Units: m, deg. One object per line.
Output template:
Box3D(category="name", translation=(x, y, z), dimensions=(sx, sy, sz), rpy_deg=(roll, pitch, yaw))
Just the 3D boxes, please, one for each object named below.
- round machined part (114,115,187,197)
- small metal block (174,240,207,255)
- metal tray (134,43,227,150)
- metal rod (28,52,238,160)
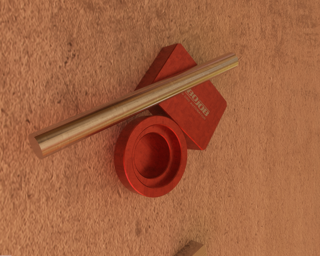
Box3D(category="round machined part", translation=(-0.015, 0.033, 0.383), dimensions=(0.099, 0.042, 0.097), rpy_deg=(0, 90, -40))
Box3D(category="small metal block", translation=(0.044, 0.200, 0.445), dimensions=(0.050, 0.025, 0.050), rpy_deg=(-27, 107, -37))
Box3D(category="metal tray", translation=(0.034, -0.040, 0.432), dimensions=(0.130, 0.030, 0.090), rpy_deg=(44, 63, -31))
Box3D(category="metal rod", translation=(-0.003, -0.041, 0.364), dimensions=(0.302, 0.025, 0.025), rpy_deg=(-28, 108, -36))
